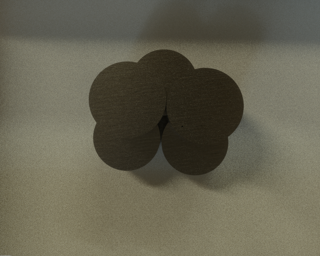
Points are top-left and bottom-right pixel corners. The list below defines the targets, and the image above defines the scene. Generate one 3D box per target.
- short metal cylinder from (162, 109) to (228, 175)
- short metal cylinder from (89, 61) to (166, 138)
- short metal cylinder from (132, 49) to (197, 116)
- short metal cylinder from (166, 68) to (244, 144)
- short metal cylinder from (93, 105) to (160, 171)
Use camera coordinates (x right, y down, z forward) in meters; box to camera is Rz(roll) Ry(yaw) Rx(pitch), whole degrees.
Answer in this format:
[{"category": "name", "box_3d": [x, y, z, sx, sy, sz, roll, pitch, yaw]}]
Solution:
[{"category": "short metal cylinder", "box_3d": [0.042, 0.017, 0.397, 0.081, 0.050, 0.080, 0, 90, 0]}, {"category": "short metal cylinder", "box_3d": [-0.034, -0.030, 0.347, 0.081, 0.050, 0.080, 0, 90, 0]}, {"category": "short metal cylinder", "box_3d": [0.005, -0.055, 0.397, 0.081, 0.050, 0.080, 0, 90, 0]}, {"category": "short metal cylinder", "box_3d": [0.047, -0.023, 0.347, 0.081, 0.050, 0.080, 0, 90, 0]}, {"category": "short metal cylinder", "box_3d": [-0.040, 0.011, 0.397, 0.081, 0.050, 0.080, 0, 90, 0]}]
